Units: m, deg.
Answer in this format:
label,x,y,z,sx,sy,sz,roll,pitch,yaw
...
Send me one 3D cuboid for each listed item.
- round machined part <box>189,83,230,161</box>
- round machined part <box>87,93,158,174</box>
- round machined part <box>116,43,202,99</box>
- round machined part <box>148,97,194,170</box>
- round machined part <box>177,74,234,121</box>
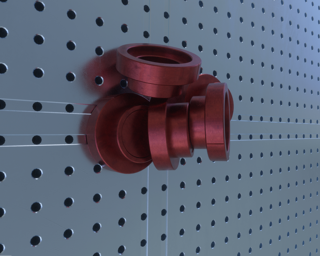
label,x,y,z,sx,sy,sz,roll,pitch,yaw
round machined part,0.063,-0.007,0.391,0.098,0.042,0.097,-2,91,-73
round machined part,-0.034,0.006,0.372,0.099,0.042,0.097,0,90,-40
round machined part,-0.003,-0.067,0.367,0.099,0.098,0.042,-16,126,-39
round machined part,0.018,0.003,0.384,0.098,0.042,0.097,-4,91,-77
round machined part,0.073,-0.032,0.461,0.099,0.042,0.097,0,90,-40
